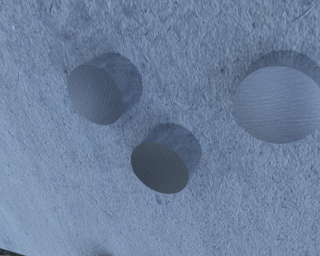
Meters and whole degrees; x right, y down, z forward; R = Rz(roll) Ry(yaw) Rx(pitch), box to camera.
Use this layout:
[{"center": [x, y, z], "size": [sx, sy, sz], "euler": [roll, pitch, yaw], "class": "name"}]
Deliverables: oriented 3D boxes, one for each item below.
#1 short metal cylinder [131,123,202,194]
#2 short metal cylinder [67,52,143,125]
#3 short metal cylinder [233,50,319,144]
[{"center": [0.009, 0.040, 0.411], "size": [0.080, 0.050, 0.079], "euler": [13, 124, 21], "class": "short metal cylinder"}, {"center": [-0.069, -0.050, 0.396], "size": [0.080, 0.050, 0.079], "euler": [13, 124, 21], "class": "short metal cylinder"}, {"center": [0.119, -0.031, 0.309], "size": [0.080, 0.050, 0.079], "euler": [13, 124, 21], "class": "short metal cylinder"}]
